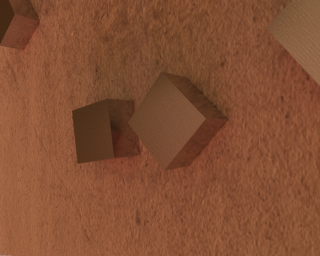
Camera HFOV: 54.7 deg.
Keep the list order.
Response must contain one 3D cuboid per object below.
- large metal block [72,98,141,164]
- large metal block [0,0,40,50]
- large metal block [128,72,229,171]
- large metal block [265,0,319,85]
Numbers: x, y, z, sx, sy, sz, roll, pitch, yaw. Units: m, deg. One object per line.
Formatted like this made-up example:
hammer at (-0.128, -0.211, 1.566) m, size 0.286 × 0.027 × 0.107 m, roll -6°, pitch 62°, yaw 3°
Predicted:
large metal block at (-0.079, 0.006, 0.452) m, size 0.080 × 0.050 × 0.080 m, roll -13°, pitch 82°, yaw 39°
large metal block at (-0.297, -0.220, 0.629) m, size 0.080 × 0.050 × 0.080 m, roll -44°, pitch 64°, yaw 31°
large metal block at (0.019, -0.008, 0.371) m, size 0.080 × 0.050 × 0.080 m, roll 50°, pitch 119°, yaw 27°
large metal block at (0.154, -0.083, 0.261) m, size 0.080 × 0.050 × 0.080 m, roll -45°, pitch 63°, yaw 30°
